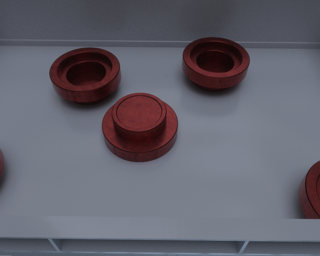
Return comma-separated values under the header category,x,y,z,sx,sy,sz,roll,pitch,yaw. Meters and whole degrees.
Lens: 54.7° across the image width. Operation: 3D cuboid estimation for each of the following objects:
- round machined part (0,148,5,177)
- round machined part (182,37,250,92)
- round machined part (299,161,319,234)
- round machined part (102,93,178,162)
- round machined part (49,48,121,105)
category,x,y,z,sx,sy,sz,roll,pitch,yaw
round machined part,-0.227,0.051,0.350,0.099,0.042,0.098,0,50,0
round machined part,0.083,-0.093,0.472,0.099,0.042,0.098,0,50,0
round machined part,0.197,0.082,0.326,0.099,0.042,0.098,0,50,0
round machined part,-0.026,-0.008,0.400,0.099,0.042,0.098,0,50,0
round machined part,-0.106,-0.072,0.454,0.099,0.042,0.098,0,50,0
